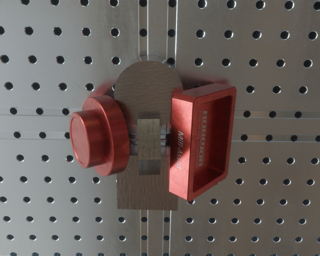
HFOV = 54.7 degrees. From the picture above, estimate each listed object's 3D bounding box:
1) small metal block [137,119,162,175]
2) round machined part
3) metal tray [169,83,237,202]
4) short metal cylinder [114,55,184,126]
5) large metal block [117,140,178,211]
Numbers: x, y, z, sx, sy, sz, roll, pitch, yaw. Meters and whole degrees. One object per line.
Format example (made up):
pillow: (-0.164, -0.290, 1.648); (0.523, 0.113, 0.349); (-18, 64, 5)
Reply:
small metal block: (-0.013, 0.023, 0.363); (0.025, 0.050, 0.050); (-1, 152, -3)
round machined part: (-0.078, 0.012, 0.374); (0.042, 0.098, 0.097); (-11, 114, -32)
metal tray: (0.054, 0.015, 0.386); (0.030, 0.091, 0.129); (19, 116, 39)
short metal cylinder: (-0.013, -0.046, 0.382); (0.081, 0.050, 0.079); (0, 110, 0)
large metal block: (-0.015, 0.063, 0.423); (0.081, 0.050, 0.079); (2, 110, -1)
